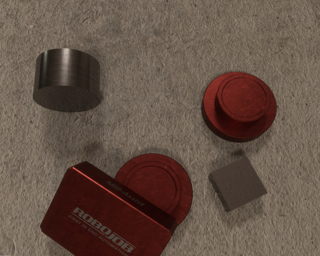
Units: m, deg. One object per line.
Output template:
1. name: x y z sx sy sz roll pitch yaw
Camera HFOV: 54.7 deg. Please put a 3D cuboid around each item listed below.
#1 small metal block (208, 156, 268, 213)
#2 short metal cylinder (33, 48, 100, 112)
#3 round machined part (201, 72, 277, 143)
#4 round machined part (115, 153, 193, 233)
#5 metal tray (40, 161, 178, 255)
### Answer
1. small metal block: 0.095 0.070 0.384 0.050 0.025 0.050 -23 72 -9
2. short metal cylinder: -0.118 -0.058 0.399 0.081 0.080 0.050 -3 70 -1
3. round machined part: 0.107 -0.033 0.412 0.099 0.042 0.098 0 70 -1
4. round machined part: -0.010 0.077 0.371 0.099 0.042 0.098 0 70 -1
5. metal tray: -0.058 0.108 0.342 0.130 0.030 0.090 31 104 10
